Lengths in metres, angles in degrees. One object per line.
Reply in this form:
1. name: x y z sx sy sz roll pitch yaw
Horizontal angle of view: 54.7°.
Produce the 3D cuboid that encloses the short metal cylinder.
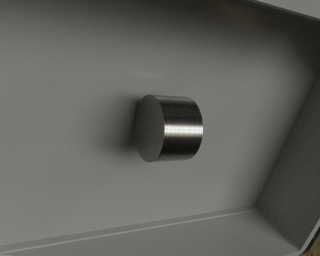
1. short metal cylinder: 0.008 0.001 0.376 0.050 0.080 0.079 0 118 -29
